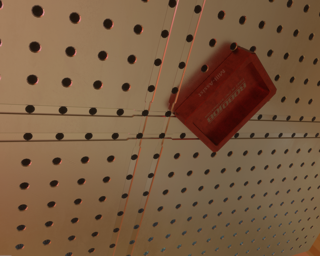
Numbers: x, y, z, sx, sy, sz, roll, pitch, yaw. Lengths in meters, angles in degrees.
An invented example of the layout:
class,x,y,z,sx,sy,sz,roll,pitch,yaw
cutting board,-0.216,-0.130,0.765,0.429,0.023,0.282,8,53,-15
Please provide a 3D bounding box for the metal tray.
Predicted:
class,x,y,z,sx,sy,sz,roll,pitch,yaw
metal tray,0.095,-0.037,0.439,0.130,0.030,0.090,-46,130,3
